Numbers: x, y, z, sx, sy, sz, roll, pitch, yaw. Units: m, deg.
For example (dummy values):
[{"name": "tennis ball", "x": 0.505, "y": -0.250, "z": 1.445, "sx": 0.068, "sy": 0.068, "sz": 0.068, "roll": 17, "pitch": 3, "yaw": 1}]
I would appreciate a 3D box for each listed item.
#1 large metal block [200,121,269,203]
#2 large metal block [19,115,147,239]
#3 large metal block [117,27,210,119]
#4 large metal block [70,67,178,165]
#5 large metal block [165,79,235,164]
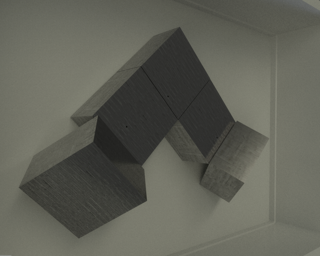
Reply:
[{"name": "large metal block", "x": 0.106, "y": 0.050, "z": 0.449, "sx": 0.080, "sy": 0.050, "sz": 0.080, "roll": -51, "pitch": 164, "yaw": -27}, {"name": "large metal block", "x": -0.070, "y": 0.048, "z": 0.301, "sx": 0.080, "sy": 0.050, "sz": 0.080, "roll": -31, "pitch": 117, "yaw": 10}, {"name": "large metal block", "x": 0.007, "y": -0.067, "z": 0.393, "sx": 0.080, "sy": 0.050, "sz": 0.080, "roll": -51, "pitch": 120, "yaw": -27}, {"name": "large metal block", "x": -0.038, "y": -0.011, "z": 0.356, "sx": 0.080, "sy": 0.050, "sz": 0.080, "roll": -51, "pitch": 120, "yaw": -27}, {"name": "large metal block", "x": 0.050, "y": -0.009, "z": 0.429, "sx": 0.080, "sy": 0.050, "sz": 0.080, "roll": -51, "pitch": 120, "yaw": -27}]
